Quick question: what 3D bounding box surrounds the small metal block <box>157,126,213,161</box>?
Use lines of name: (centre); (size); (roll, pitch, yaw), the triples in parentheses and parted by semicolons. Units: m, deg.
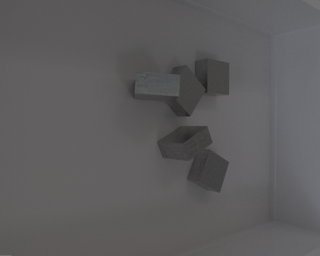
small metal block: (0.033, 0.019, 0.418); (0.050, 0.050, 0.025); (-32, 110, -35)

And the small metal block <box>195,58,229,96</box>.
small metal block: (0.080, -0.076, 0.473); (0.050, 0.025, 0.050); (0, 90, -40)

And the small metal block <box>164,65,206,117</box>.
small metal block: (0.031, -0.051, 0.432); (0.050, 0.025, 0.050); (46, 63, -30)

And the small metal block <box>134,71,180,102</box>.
small metal block: (-0.005, -0.049, 0.373); (0.050, 0.050, 0.025); (4, 88, -5)

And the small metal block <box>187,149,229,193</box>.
small metal block: (0.073, 0.064, 0.468); (0.050, 0.025, 0.050); (33, 70, -35)
